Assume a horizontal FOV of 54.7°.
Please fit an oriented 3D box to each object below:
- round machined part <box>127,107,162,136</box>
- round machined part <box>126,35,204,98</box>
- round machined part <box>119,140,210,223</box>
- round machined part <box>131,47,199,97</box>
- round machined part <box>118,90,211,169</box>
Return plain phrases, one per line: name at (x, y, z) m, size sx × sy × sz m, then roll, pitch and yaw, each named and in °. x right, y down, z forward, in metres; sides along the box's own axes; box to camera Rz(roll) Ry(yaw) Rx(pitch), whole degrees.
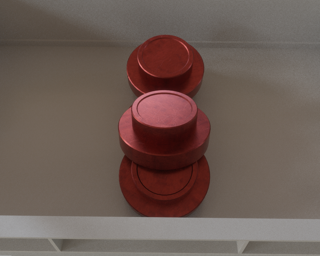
round machined part at (0.003, -0.013, 0.403) m, size 0.099 × 0.042 × 0.098 m, roll 0°, pitch 49°, yaw 0°
round machined part at (0.007, -0.078, 0.391) m, size 0.099 × 0.042 × 0.098 m, roll 0°, pitch 62°, yaw 0°
round machined part at (0.005, 0.049, 0.333) m, size 0.099 × 0.042 × 0.098 m, roll 0°, pitch 65°, yaw 0°
round machined part at (0.007, -0.086, 0.450) m, size 0.099 × 0.042 × 0.098 m, roll 0°, pitch 34°, yaw 0°
round machined part at (0.005, -0.005, 0.330) m, size 0.099 × 0.042 × 0.098 m, roll 0°, pitch 39°, yaw 0°
